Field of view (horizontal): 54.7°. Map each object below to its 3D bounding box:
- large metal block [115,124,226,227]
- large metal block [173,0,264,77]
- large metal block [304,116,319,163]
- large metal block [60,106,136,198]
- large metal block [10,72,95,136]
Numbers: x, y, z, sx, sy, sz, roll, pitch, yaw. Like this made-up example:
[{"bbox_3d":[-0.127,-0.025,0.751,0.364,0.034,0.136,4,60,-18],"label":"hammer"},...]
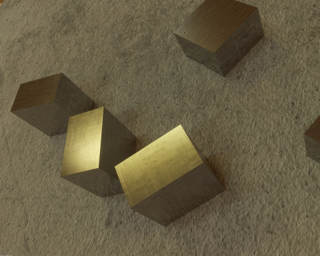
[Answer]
[{"bbox_3d":[0.013,0.054,0.329,0.080,0.080,0.050,-33,52,6],"label":"large metal block"},{"bbox_3d":[0.080,-0.129,0.425,0.080,0.050,0.080,-46,51,-4],"label":"large metal block"},{"bbox_3d":[0.194,0.007,0.282,0.080,0.050,0.080,-48,51,-5],"label":"large metal block"},{"bbox_3d":[-0.072,0.033,0.386,0.050,0.080,0.080,-15,56,20],"label":"large metal block"},{"bbox_3d":[-0.160,-0.032,0.473,0.080,0.080,0.050,-9,58,23],"label":"large metal block"}]
